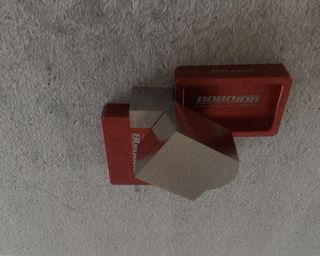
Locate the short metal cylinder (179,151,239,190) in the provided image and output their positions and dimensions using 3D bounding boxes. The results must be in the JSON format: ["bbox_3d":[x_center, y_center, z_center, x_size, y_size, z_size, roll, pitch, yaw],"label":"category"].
[{"bbox_3d":[0.063,0.041,0.427,0.080,0.050,0.079,0,130,0],"label":"short metal cylinder"}]

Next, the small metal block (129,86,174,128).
[{"bbox_3d":[-0.009,-0.026,0.371,0.050,0.050,0.025,1,130,-1],"label":"small metal block"}]

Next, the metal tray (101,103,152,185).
[{"bbox_3d":[-0.028,0.026,0.429,0.091,0.030,0.129,1,130,-1],"label":"metal tray"}]

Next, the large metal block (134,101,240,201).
[{"bbox_3d":[0.028,0.029,0.350,0.080,0.050,0.080,26,126,-21],"label":"large metal block"}]

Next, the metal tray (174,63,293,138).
[{"bbox_3d":[0.083,-0.031,0.380,0.131,0.030,0.089,-1,130,1],"label":"metal tray"}]
